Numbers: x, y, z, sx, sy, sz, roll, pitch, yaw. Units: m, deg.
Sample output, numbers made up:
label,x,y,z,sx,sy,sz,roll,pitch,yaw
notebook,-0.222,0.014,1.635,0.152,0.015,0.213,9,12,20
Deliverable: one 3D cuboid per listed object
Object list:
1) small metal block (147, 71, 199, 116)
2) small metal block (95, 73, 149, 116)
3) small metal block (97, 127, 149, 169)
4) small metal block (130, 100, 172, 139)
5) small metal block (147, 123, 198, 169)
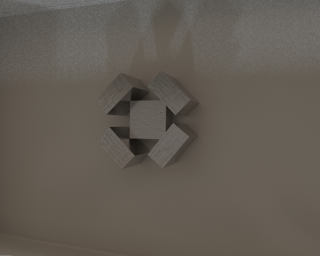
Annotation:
label,x,y,z,sx,sy,sz,roll,pitch,yaw
small metal block,0.018,-0.042,0.388,0.025,0.050,0.050,-46,77,13
small metal block,-0.049,-0.043,0.412,0.050,0.050,0.025,-44,76,15
small metal block,-0.047,0.025,0.412,0.050,0.050,0.025,47,105,14
small metal block,-0.012,-0.011,0.412,0.050,0.025,0.050,1,90,20
small metal block,0.017,0.021,0.388,0.025,0.050,0.050,42,102,14
